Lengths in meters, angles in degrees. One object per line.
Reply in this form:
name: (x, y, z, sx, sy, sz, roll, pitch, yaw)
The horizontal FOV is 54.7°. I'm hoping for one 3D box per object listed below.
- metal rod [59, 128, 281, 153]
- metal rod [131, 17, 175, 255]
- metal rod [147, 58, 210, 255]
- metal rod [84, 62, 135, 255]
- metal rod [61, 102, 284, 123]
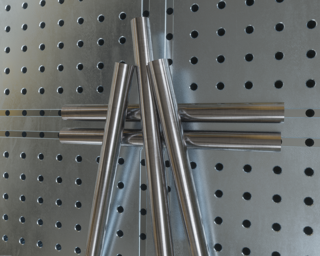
metal rod: (-0.001, 0.014, 0.412, 0.301, 0.025, 0.025, 1, 90, 19)
metal rod: (-0.009, 0.012, 0.389, 0.025, 0.025, 0.298, -7, 88, 19)
metal rod: (0.029, 0.065, 0.382, 0.025, 0.025, 0.298, -11, 93, 19)
metal rod: (-0.072, 0.063, 0.417, 0.025, 0.025, 0.298, 15, 102, 19)
metal rod: (0.003, -0.020, 0.411, 0.301, 0.025, 0.025, 1, 90, 19)
